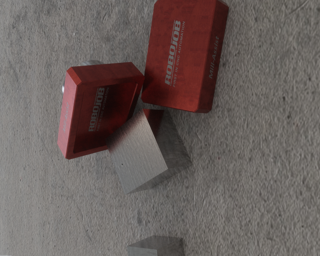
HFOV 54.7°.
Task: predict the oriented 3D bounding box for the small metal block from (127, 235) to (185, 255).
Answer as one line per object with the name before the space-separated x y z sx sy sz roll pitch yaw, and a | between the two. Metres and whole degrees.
small metal block | -0.005 0.157 0.393 0.050 0.050 0.025 -12 83 39

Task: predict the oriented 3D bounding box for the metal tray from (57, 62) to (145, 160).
metal tray | -0.079 -0.021 0.405 0.030 0.091 0.129 51 137 30

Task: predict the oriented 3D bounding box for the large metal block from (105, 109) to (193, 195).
large metal block | -0.017 0.031 0.403 0.080 0.050 0.080 -36 68 34

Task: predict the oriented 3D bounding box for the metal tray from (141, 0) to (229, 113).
metal tray | 0.027 -0.089 0.379 0.090 0.030 0.129 14 99 39

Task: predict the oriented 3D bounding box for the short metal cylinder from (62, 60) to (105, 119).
short metal cylinder | -0.091 -0.050 0.444 0.050 0.081 0.080 43 116 32
